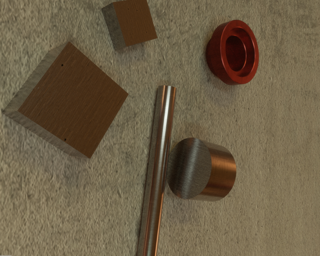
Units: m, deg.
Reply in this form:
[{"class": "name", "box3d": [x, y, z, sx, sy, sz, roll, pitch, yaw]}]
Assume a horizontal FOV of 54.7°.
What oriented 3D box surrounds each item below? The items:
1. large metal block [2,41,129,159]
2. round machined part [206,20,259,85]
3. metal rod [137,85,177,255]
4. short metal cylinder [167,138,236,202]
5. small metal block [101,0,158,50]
[{"class": "large metal block", "box3d": [-0.092, -0.025, 0.312, 0.080, 0.050, 0.080, 41, 65, -33]}, {"class": "round machined part", "box3d": [0.111, -0.116, 0.489, 0.099, 0.042, 0.097, 0, 90, -40]}, {"class": "metal rod", "box3d": [-0.008, 0.093, 0.400, 0.025, 0.025, 0.298, 12, 83, -40]}, {"class": "short metal cylinder", "box3d": [0.054, 0.057, 0.417, 0.050, 0.080, 0.080, 17, 79, -39]}, {"class": "small metal block", "box3d": [-0.036, -0.127, 0.376, 0.050, 0.025, 0.050, -27, 108, -37]}]
